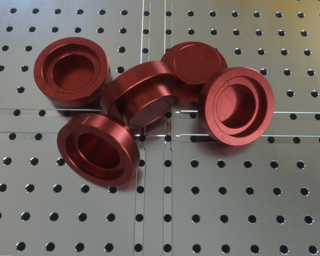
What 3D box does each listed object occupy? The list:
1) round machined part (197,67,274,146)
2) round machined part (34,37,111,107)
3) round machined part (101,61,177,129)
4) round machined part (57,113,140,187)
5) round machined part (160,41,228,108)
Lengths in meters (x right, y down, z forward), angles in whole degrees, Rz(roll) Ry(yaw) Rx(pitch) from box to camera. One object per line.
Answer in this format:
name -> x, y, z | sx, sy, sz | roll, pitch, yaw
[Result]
round machined part -> 0.093, -0.029, 0.399 | 0.099, 0.042, 0.097 | -3, 100, -18
round machined part -> -0.117, -0.073, 0.428 | 0.099, 0.042, 0.098 | 0, 70, -1
round machined part -> -0.020, -0.035, 0.386 | 0.099, 0.098, 0.042 | -30, 73, -10
round machined part -> -0.069, 0.022, 0.371 | 0.098, 0.097, 0.042 | 22, 43, 7
round machined part -> 0.047, -0.081, 0.433 | 0.099, 0.042, 0.098 | 0, 70, -1
